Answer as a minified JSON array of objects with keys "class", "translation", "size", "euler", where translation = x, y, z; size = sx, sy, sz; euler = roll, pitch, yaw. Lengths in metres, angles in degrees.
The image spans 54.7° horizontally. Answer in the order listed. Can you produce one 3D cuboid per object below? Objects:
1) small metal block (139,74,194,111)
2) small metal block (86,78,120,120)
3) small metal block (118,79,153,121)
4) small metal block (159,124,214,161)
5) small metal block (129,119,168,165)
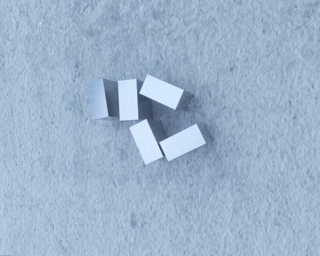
[{"class":"small metal block","translation":[0.010,-0.043,0.392],"size":[0.050,0.050,0.025],"euler":[26,99,18]},{"class":"small metal block","translation":[-0.072,-0.037,0.420],"size":[0.025,0.050,0.050],"euler":[-10,87,19]},{"class":"small metal block","translation":[-0.031,-0.035,0.406],"size":[0.025,0.050,0.050],"euler":[-3,89,20]},{"class":"small metal block","translation":[0.034,0.017,0.383],"size":[0.050,0.050,0.025],"euler":[-28,81,17]},{"class":"small metal block","translation":[-0.009,0.017,0.398],"size":[0.025,0.050,0.050],"euler":[-27,81,18]}]
